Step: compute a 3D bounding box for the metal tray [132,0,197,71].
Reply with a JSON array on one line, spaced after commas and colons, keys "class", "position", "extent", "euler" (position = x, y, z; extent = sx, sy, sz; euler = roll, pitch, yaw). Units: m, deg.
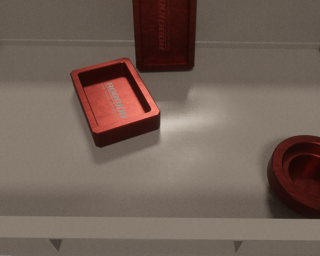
[{"class": "metal tray", "position": [0.007, -0.154, 0.464], "extent": [0.091, 0.129, 0.030], "euler": [-2, 29, -3]}]

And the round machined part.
[{"class": "round machined part", "position": [0.170, 0.059, 0.347], "extent": [0.099, 0.042, 0.098], "euler": [0, 50, 0]}]

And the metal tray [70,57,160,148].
[{"class": "metal tray", "position": [-0.065, -0.041, 0.435], "extent": [0.091, 0.030, 0.130], "euler": [-18, 53, -15]}]
